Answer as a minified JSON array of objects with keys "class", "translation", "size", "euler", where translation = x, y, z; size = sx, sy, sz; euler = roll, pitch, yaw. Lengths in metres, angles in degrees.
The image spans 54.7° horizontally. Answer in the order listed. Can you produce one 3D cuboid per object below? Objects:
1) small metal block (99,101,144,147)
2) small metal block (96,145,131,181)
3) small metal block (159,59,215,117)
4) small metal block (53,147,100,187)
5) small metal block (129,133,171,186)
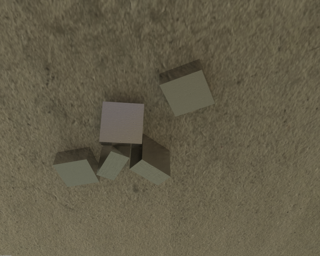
[{"class":"small metal block","translation":[-0.046,-0.004,0.384],"size":[0.050,0.050,0.025],"euler":[3,167,-4]},{"class":"small metal block","translation":[-0.061,0.034,0.419],"size":[0.025,0.050,0.050],"euler":[22,126,-18]},{"class":"small metal block","translation":[0.032,-0.047,0.368],"size":[0.050,0.025,0.050],"euler":[-18,128,14]},{"class":"small metal block","translation":[-0.120,0.058,0.455],"size":[0.050,0.025,0.050],"euler":[-10,130,8]},{"class":"small metal block","translation":[-0.013,0.043,0.428],"size":[0.050,0.050,0.025],"euler":[35,122,-26]}]
